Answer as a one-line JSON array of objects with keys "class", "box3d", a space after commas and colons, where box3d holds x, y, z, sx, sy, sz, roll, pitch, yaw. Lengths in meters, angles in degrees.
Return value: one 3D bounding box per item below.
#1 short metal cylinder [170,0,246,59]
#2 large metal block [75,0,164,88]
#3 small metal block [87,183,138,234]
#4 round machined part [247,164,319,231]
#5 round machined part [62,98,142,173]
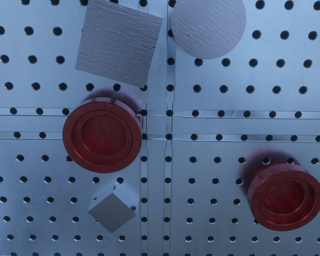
[{"class": "short metal cylinder", "box3d": [0.052, -0.122, 0.355, 0.081, 0.050, 0.079, 0, 110, 0]}, {"class": "large metal block", "box3d": [-0.046, -0.100, 0.363, 0.080, 0.050, 0.079, 15, 109, -6]}, {"class": "small metal block", "box3d": [-0.069, 0.119, 0.456, 0.050, 0.025, 0.050, -39, 106, 13]}, {"class": "round machined part", "box3d": [0.173, 0.094, 0.440, 0.099, 0.042, 0.097, 0, 110, 0]}, {"class": "round machined part", "box3d": [-0.072, 0.007, 0.406, 0.099, 0.042, 0.097, 0, 110, 0]}]
